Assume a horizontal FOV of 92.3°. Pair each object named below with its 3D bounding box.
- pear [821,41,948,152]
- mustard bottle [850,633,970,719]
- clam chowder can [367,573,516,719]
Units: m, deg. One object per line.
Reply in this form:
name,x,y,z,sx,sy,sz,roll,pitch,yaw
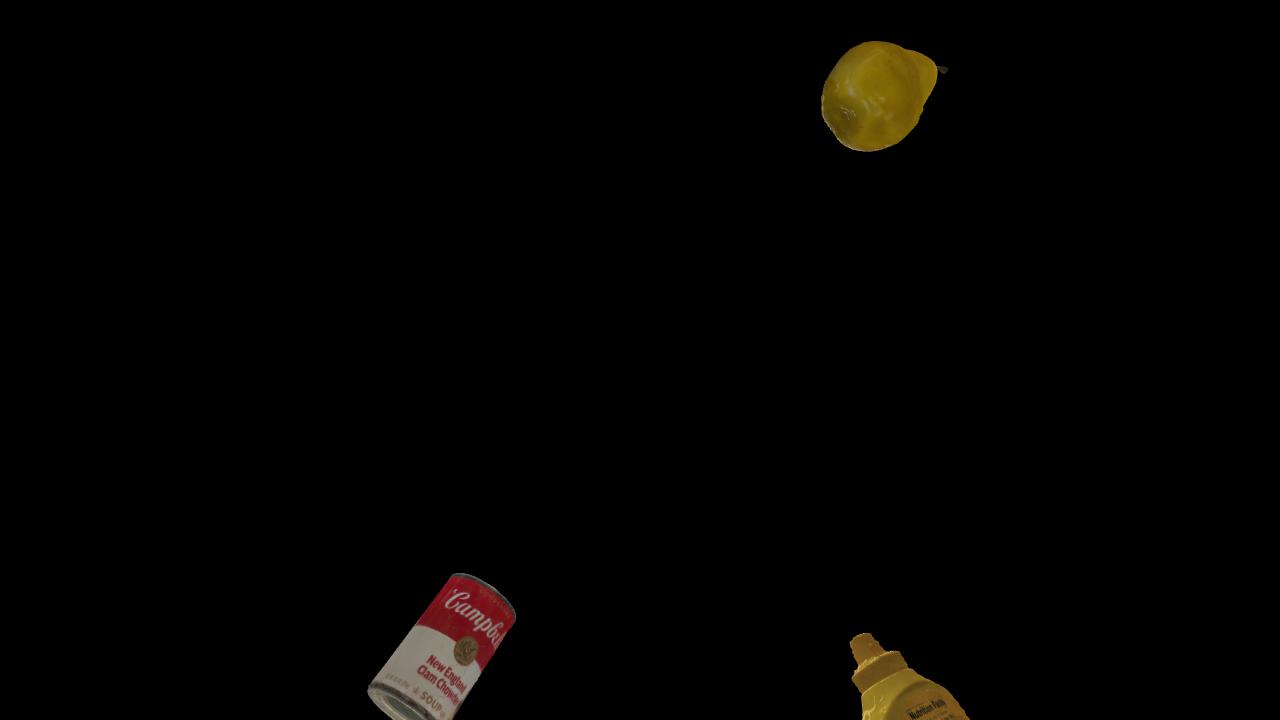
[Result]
pear,0.200,-0.219,0.485,0.111,0.080,0.080,-40,9,-11
mustard bottle,0.207,0.280,0.429,0.092,0.054,0.184,-7,46,-25
clam chowder can,-0.155,0.232,0.489,0.068,0.068,0.102,0,35,30
